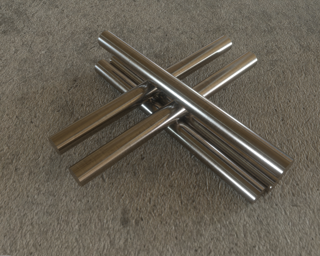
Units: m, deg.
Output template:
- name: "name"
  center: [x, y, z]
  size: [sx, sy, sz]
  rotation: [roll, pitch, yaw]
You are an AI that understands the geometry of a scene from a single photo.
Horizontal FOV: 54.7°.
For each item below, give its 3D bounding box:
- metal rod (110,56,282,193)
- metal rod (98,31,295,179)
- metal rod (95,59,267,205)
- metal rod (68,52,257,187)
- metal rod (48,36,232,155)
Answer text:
- name: "metal rod"
  center: [0.030, -0.021, 0.423]
  size: [0.025, 0.025, 0.300]
  rotation: [-35, 58, -26]
- name: "metal rod"
  center: [0.024, -0.044, 0.376]
  size: [0.025, 0.025, 0.300]
  rotation: [-35, 59, -26]
- name: "metal rod"
  center: [0.009, -0.010, 0.413]
  size: [0.025, 0.025, 0.300]
  rotation: [-35, 58, -26]
- name: "metal rod"
  center: [0.022, -0.025, 0.393]
  size: [0.302, 0.025, 0.025]
  rotation: [-35, 58, -26]
- name: "metal rod"
  center: [-0.009, -0.056, 0.419]
  size: [0.302, 0.025, 0.025]
  rotation: [-35, 58, -26]
